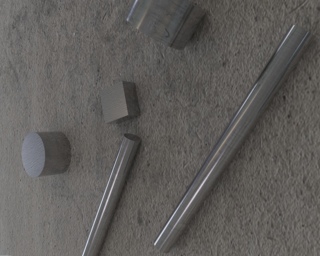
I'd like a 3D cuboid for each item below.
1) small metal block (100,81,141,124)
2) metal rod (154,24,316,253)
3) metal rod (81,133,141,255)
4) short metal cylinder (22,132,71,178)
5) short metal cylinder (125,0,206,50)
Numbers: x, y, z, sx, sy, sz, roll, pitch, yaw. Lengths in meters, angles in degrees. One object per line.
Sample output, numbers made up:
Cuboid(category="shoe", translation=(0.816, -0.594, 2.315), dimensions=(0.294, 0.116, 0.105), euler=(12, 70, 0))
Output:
Cuboid(category="small metal block", translation=(-0.059, -0.036, 0.454), dimensions=(0.050, 0.025, 0.050), euler=(-18, 79, 38))
Cuboid(category="metal rod", translation=(0.069, 0.030, 0.347), dimensions=(0.025, 0.025, 0.298), euler=(42, 115, 32))
Cuboid(category="metal rod", translation=(-0.090, 0.146, 0.479), dimensions=(0.025, 0.025, 0.298), euler=(33, 110, 35))
Cuboid(category="short metal cylinder", translation=(-0.205, 0.046, 0.558), dimensions=(0.080, 0.050, 0.079), euler=(0, 90, 40))
Cuboid(category="short metal cylinder", translation=(0.006, -0.134, 0.364), dimensions=(0.080, 0.081, 0.050), euler=(46, 118, 30))
